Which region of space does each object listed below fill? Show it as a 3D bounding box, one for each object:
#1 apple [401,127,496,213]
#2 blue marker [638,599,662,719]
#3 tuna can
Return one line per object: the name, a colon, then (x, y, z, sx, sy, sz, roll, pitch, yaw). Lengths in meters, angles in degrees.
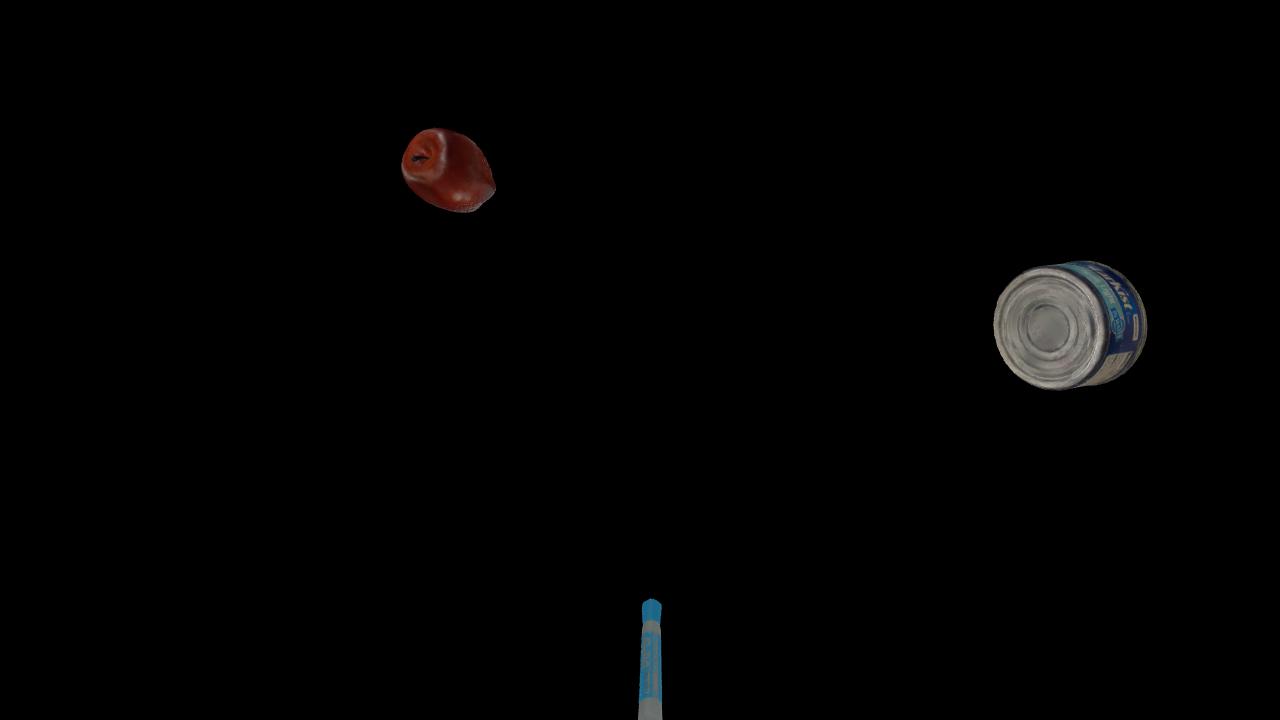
apple: (-0.191, -0.187, 0.615, 0.079, 0.079, 0.093, 0, -7, 26)
blue marker: (0.009, 0.253, 0.526, 0.020, 0.020, 0.121, 0, 25, 2)
tuna can: (0.279, -0.023, 0.407, 0.034, 0.084, 0.084, -7, 2, -16)
